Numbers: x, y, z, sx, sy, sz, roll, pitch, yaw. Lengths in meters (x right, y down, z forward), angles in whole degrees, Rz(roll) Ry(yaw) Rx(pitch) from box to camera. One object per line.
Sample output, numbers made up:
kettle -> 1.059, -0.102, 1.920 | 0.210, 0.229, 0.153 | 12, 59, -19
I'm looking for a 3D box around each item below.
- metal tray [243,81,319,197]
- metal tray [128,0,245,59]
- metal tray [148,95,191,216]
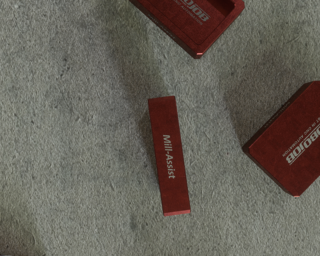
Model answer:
metal tray -> 0.187, 0.014, 0.409 | 0.090, 0.030, 0.130 | 44, 90, 0
metal tray -> 0.032, -0.167, 0.407 | 0.130, 0.030, 0.090 | 42, 90, 0
metal tray -> 0.010, 0.030, 0.377 | 0.030, 0.090, 0.129 | -8, 90, 0
